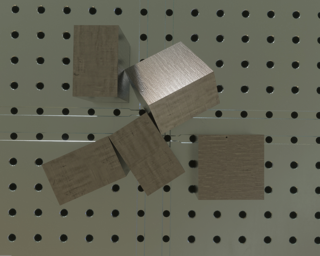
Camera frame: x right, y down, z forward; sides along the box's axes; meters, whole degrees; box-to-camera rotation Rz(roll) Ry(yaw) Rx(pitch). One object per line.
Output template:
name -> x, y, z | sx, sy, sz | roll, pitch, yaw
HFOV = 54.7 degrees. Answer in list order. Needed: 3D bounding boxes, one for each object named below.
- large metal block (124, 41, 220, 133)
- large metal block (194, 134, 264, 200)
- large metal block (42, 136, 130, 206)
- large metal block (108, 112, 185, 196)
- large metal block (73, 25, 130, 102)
large metal block -> 0.014, -0.051, 0.377 | 0.080, 0.050, 0.080 | -28, 46, -6
large metal block -> 0.087, 0.048, 0.402 | 0.081, 0.050, 0.079 | 0, 90, -1
large metal block -> -0.085, 0.047, 0.385 | 0.080, 0.080, 0.050 | -24, 90, 0
large metal block -> -0.015, 0.029, 0.386 | 0.050, 0.080, 0.080 | -33, 91, 0
large metal block -> -0.069, -0.075, 0.384 | 0.050, 0.080, 0.079 | 1, 90, 3
